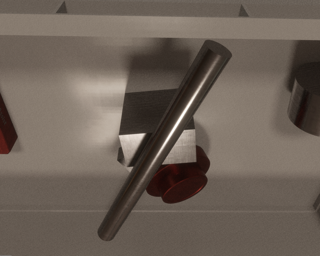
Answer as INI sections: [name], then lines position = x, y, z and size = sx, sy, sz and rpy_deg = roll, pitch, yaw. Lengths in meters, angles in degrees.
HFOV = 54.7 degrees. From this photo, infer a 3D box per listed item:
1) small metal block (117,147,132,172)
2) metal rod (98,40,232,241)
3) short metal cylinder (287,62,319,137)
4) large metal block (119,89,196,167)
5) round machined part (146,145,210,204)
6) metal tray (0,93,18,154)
[small metal block]
position = -0.025, 0.042, 0.445
size = 0.050, 0.025, 0.050
rpy_deg = -27, 126, 20
[metal rod]
position = -0.013, 0.040, 0.337
size = 0.025, 0.025, 0.298
rpy_deg = 18, 128, -16
[short metal cylinder]
position = 0.190, -0.033, 0.348
size = 0.080, 0.080, 0.050
rpy_deg = -4, 130, 3
[large metal block]
position = -0.001, -0.002, 0.371
size = 0.080, 0.080, 0.050
rpy_deg = -5, 130, 3
[round machined part]
position = 0.027, 0.070, 0.434
size = 0.099, 0.042, 0.097
rpy_deg = -19, 145, -13
[metal tray]
position = -0.244, -0.023, 0.382
size = 0.091, 0.030, 0.129
rpy_deg = 0, 130, -1
